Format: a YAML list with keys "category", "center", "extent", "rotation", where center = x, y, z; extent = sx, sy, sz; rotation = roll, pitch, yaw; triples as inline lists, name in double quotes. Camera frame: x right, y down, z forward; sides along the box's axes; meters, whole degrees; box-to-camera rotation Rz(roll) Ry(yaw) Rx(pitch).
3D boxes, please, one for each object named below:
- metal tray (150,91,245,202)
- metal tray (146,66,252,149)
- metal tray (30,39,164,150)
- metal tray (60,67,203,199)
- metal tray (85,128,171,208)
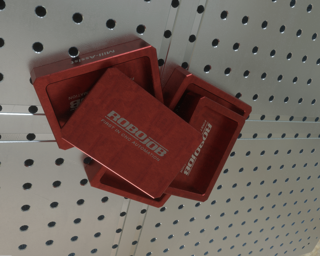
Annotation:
- category: "metal tray"
  center: [0.050, 0.028, 0.411]
  extent: [0.090, 0.030, 0.129]
  rotation: [22, 95, -36]
- category: "metal tray"
  center: [0.056, -0.017, 0.426]
  extent: [0.131, 0.030, 0.090]
  rotation: [21, 107, -35]
- category: "metal tray"
  center: [-0.064, -0.038, 0.349]
  extent: [0.131, 0.030, 0.090]
  rotation: [-20, 126, -16]
- category: "metal tray"
  center: [-0.029, 0.006, 0.343]
  extent: [0.130, 0.030, 0.090]
  rotation: [37, 90, -17]
- category: "metal tray"
  center: [-0.024, 0.054, 0.428]
  extent: [0.131, 0.030, 0.090]
  rotation: [29, 102, -38]
